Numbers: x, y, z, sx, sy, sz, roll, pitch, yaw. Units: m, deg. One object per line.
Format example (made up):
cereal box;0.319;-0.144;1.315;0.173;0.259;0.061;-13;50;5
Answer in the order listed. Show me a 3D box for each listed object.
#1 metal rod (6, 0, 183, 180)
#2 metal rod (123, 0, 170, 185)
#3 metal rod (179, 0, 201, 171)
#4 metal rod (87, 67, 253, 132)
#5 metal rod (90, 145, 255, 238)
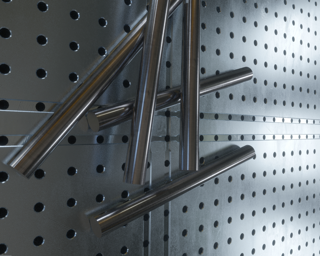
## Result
metal rod;-0.057;-0.069;0.359;0.025;0.025;0.301;50;61;-28
metal rod;-0.009;-0.085;0.365;0.025;0.025;0.299;13;82;-39
metal rod;0.041;-0.093;0.416;0.025;0.025;0.299;12;75;-39
metal rod;0.037;-0.050;0.438;0.302;0.025;0.025;-21;103;-38
metal rod;0.041;0.076;0.442;0.302;0.025;0.025;-17;101;-39
